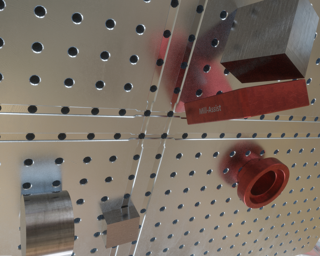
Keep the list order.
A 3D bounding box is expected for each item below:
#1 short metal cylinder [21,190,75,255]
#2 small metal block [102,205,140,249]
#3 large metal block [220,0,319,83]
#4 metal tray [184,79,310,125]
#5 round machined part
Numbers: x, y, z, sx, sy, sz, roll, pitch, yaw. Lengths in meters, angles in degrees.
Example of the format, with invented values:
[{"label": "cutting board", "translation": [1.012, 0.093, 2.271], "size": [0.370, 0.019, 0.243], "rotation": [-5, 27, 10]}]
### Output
[{"label": "short metal cylinder", "translation": [-0.138, 0.118, 0.373], "size": [0.050, 0.080, 0.079], "rotation": [0, 119, -29]}, {"label": "small metal block", "translation": [-0.060, 0.150, 0.471], "size": [0.050, 0.025, 0.050], "rotation": [-7, 122, -25]}, {"label": "large metal block", "translation": [0.128, -0.102, 0.363], "size": [0.050, 0.080, 0.080], "rotation": [31, 72, -38]}, {"label": "metal tray", "translation": [0.099, -0.029, 0.381], "size": [0.091, 0.130, 0.030], "rotation": [-11, 91, -23]}, {"label": "round machined part", "translation": [0.178, 0.093, 0.555], "size": [0.099, 0.042, 0.097], "rotation": [-14, 124, -21]}]
